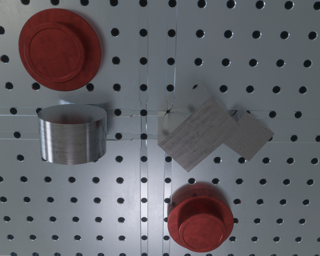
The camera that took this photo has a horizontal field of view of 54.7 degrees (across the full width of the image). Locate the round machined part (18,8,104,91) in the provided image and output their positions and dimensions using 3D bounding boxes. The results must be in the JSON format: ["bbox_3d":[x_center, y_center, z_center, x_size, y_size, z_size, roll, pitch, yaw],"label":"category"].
[{"bbox_3d":[-0.120,-0.091,0.370,0.099,0.042,0.097,0,110,0],"label":"round machined part"}]

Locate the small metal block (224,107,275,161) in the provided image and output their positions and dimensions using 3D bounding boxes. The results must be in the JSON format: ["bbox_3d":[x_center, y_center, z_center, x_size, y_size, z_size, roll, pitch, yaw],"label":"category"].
[{"bbox_3d":[0.115,0.008,0.417,0.050,0.025,0.050,35,106,-12],"label":"small metal block"}]

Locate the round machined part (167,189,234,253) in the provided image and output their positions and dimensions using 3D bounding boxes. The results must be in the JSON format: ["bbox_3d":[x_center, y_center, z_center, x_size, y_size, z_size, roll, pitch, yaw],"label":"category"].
[{"bbox_3d":[0.060,0.143,0.457,0.099,0.042,0.097,0,110,0],"label":"round machined part"}]

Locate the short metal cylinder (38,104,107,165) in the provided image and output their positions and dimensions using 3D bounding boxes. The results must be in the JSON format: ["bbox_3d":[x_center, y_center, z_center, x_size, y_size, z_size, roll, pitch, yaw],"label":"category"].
[{"bbox_3d":[-0.107,0.005,0.385,0.081,0.080,0.050,3,110,-2],"label":"short metal cylinder"}]

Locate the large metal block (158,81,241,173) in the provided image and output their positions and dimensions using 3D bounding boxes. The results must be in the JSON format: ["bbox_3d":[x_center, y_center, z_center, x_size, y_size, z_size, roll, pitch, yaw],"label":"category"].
[{"bbox_3d":[0.044,-0.005,0.383,0.080,0.080,0.050,-43,105,14],"label":"large metal block"}]
